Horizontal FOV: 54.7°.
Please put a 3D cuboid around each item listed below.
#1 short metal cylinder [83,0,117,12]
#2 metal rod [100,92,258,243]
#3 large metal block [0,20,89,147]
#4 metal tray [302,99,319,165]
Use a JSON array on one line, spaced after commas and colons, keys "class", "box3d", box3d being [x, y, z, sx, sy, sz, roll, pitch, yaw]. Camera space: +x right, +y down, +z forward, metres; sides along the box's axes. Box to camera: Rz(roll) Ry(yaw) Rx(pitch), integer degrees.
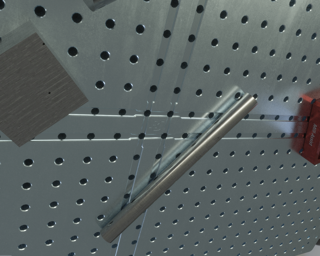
[{"class": "short metal cylinder", "box3d": [-0.052, -0.146, 0.256, 0.050, 0.080, 0.080, -31, 129, -9]}, {"class": "metal rod", "box3d": [0.027, 0.060, 0.462, 0.300, 0.025, 0.025, -44, 129, 2]}, {"class": "large metal block", "box3d": [-0.130, -0.042, 0.298, 0.080, 0.050, 0.080, -35, 129, -5]}, {"class": "metal tray", "box3d": [0.322, 0.000, 0.582, 0.091, 0.030, 0.129, -18, 126, -18]}]
